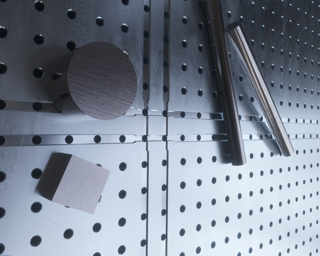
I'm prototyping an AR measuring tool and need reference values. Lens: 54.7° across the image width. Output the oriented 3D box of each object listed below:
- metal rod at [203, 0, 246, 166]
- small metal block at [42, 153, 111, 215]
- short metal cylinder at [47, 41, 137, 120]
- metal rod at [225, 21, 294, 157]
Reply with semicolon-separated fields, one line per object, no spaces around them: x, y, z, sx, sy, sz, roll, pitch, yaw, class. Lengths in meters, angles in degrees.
0.103;-0.084;0.498;0.025;0.025;0.298;-20;103;-39;metal rod
-0.089;0.060;0.336;0.050;0.025;0.050;32;70;-36;small metal block
-0.072;-0.048;0.334;0.081;0.050;0.079;0;90;-40;short metal cylinder
0.186;-0.054;0.553;0.025;0.025;0.300;-54;126;-26;metal rod
